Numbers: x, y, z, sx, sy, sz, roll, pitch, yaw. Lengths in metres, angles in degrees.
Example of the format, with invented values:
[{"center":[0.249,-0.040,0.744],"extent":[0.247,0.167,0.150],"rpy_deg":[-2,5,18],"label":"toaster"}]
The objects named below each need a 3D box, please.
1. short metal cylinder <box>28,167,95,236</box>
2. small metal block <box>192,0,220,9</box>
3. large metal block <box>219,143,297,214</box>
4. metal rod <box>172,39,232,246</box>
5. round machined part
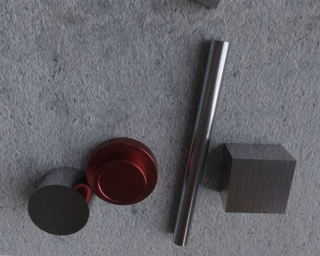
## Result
[{"center":[-0.134,0.101,0.432],"extent":[0.081,0.050,0.079],"rpy_deg":[0,110,0],"label":"short metal cylinder"},{"center":[0.050,-0.168,0.348],"extent":[0.050,0.025,0.050],"rpy_deg":[21,109,-8],"label":"small metal block"},{"center":[0.129,0.068,0.423],"extent":[0.081,0.050,0.079],"rpy_deg":[2,110,-1],"label":"large metal block"},{"center":[0.052,0.033,0.422],"extent":[0.025,0.025,0.298],"rpy_deg":[8,110,-3],"label":"metal rod"},{"center":[-0.052,0.066,0.424],"extent":[0.099,0.042,0.097],"rpy_deg":[0,110,-1],"label":"round machined part"}]
